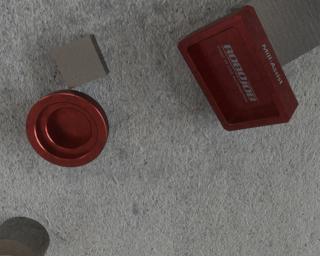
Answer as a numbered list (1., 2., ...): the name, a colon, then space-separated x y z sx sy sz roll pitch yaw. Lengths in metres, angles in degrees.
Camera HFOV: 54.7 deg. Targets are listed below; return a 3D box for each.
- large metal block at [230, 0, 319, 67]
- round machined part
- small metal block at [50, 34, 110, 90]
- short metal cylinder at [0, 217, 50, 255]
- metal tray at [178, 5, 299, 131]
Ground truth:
1. large metal block: 0.139 -0.123 0.353 0.080 0.050 0.080 -30 108 10
2. round machined part: -0.115 -0.002 0.399 0.099 0.042 0.097 0 110 0
3. small metal block: -0.096 -0.081 0.379 0.050 0.025 0.050 -19 109 6
4. short metal cylinder: -0.213 0.181 0.461 0.081 0.050 0.079 0 110 0
5. metal tray: 0.089 -0.061 0.357 0.090 0.030 0.130 -12 117 49
